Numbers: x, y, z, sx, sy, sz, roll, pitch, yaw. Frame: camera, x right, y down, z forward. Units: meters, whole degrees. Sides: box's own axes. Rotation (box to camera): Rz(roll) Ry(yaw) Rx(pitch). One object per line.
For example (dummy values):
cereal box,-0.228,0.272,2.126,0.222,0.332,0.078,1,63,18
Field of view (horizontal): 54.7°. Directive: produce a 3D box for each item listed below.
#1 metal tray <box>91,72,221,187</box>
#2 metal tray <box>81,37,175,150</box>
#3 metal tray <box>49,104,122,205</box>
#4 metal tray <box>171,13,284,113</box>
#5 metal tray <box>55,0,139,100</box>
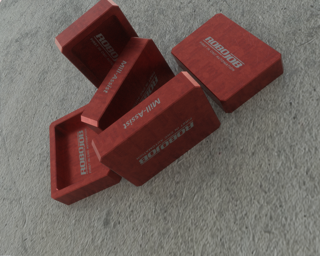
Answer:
metal tray,0.000,0.006,0.359,0.130,0.090,0.030,-37,51,3
metal tray,-0.035,-0.041,0.405,0.030,0.090,0.130,18,71,35
metal tray,-0.109,0.031,0.438,0.090,0.030,0.130,-25,53,12
metal tray,0.085,-0.091,0.412,0.090,0.030,0.130,-38,51,2
metal tray,-0.068,-0.101,0.434,0.090,0.130,0.030,-40,52,1
